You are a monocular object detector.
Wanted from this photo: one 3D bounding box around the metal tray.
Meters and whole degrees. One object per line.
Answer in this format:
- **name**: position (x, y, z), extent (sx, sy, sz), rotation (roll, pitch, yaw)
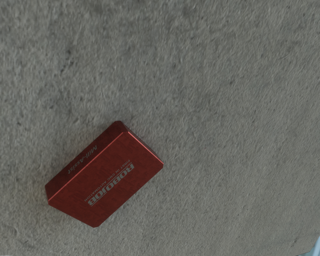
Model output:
- **metal tray**: position (-0.070, 0.063, 0.406), extent (0.130, 0.030, 0.090), rotation (-43, 130, 1)
